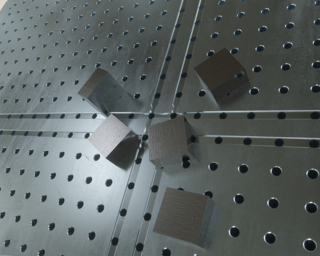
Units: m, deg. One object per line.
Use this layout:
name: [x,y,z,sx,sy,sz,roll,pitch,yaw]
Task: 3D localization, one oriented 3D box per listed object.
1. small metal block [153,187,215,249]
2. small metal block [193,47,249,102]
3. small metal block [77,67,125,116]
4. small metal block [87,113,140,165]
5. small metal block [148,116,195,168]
small metal block: [0.027,0.096,0.336,0.050,0.025,0.050,6,64,30]
small metal block: [0.080,-0.071,0.410,0.050,0.025,0.050,-33,51,6]
small metal block: [-0.088,-0.055,0.474,0.025,0.050,0.050,26,76,37]
small metal block: [-0.065,0.015,0.434,0.050,0.025,0.050,-48,51,-6]
small metal block: [0.014,0.018,0.391,0.050,0.025,0.050,-16,55,19]
